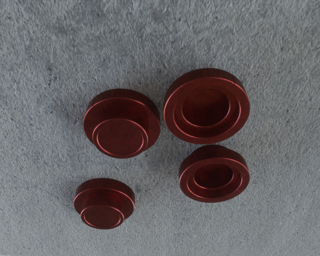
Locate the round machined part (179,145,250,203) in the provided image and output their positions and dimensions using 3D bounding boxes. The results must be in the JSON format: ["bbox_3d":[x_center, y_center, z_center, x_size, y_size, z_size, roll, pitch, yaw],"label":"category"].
[{"bbox_3d":[0.076,0.062,0.450,0.099,0.042,0.097,0,130,0],"label":"round machined part"}]

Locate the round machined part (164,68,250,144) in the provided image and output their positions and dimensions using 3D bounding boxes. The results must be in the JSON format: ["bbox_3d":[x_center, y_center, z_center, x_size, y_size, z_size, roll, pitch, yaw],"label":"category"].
[{"bbox_3d":[0.054,-0.030,0.371,0.099,0.042,0.097,0,130,0],"label":"round machined part"}]

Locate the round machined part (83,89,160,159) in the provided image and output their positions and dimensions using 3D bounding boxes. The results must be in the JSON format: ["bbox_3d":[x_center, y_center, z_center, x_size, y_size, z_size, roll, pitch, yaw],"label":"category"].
[{"bbox_3d":[-0.049,0.002,0.397,0.099,0.042,0.097,0,130,0],"label":"round machined part"}]

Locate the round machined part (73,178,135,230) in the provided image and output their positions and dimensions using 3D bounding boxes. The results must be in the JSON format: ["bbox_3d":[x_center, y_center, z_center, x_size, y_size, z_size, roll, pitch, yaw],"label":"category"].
[{"bbox_3d":[-0.091,0.129,0.505,0.099,0.042,0.097,0,130,0],"label":"round machined part"}]
